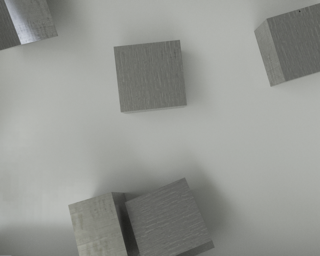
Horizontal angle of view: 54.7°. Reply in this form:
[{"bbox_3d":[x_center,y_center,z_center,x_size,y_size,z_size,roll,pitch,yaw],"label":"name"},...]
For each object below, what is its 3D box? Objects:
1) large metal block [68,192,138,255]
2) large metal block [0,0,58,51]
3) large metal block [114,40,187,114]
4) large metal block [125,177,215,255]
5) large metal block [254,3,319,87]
[{"bbox_3d":[-0.064,0.124,0.375,0.050,0.080,0.080,-17,77,0],"label":"large metal block"},{"bbox_3d":[-0.178,-0.138,0.367,0.080,0.050,0.080,1,114,37],"label":"large metal block"},{"bbox_3d":[-0.012,-0.063,0.399,0.080,0.050,0.080,-6,90,0],"label":"large metal block"},{"bbox_3d":[0.012,0.120,0.381,0.080,0.050,0.080,-23,58,0],"label":"large metal block"},{"bbox_3d":[0.179,-0.106,0.400,0.080,0.050,0.080,-17,90,0],"label":"large metal block"}]
